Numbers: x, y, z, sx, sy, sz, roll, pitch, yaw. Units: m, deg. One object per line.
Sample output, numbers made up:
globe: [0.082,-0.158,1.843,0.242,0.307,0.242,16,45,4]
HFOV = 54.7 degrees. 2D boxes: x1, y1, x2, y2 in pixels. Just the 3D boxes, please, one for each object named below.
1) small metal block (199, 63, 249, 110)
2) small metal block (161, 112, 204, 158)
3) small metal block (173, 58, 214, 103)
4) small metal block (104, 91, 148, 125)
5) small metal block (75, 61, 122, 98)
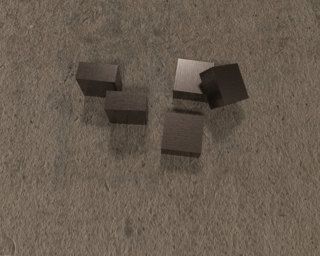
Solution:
small metal block: [0.086,-0.056,0.412,0.050,0.025,0.050,-16,87,-36]
small metal block: [0.029,0.009,0.405,0.050,0.025,0.050,7,70,2]
small metal block: [0.047,-0.066,0.433,0.050,0.025,0.050,8,70,2]
small metal block: [-0.042,-0.025,0.404,0.050,0.050,0.025,3,70,0]
small metal block: [-0.080,-0.063,0.417,0.050,0.050,0.025,6,70,2]
